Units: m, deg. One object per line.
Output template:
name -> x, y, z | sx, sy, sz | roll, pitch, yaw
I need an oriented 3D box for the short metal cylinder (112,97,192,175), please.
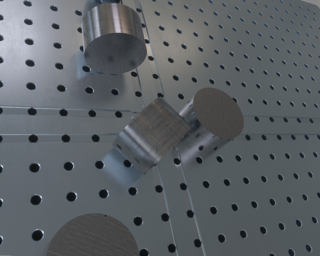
short metal cylinder -> -0.009, 0.009, 0.362 | 0.050, 0.080, 0.080 | 45, 51, 3

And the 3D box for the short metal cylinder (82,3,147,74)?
short metal cylinder -> -0.061, -0.116, 0.410 | 0.081, 0.080, 0.050 | 3, 61, -27

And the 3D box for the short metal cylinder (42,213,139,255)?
short metal cylinder -> -0.065, 0.124, 0.281 | 0.081, 0.050, 0.080 | 14, 56, -21

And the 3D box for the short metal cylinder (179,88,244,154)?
short metal cylinder -> 0.069, -0.010, 0.435 | 0.081, 0.050, 0.080 | 14, 56, -21
